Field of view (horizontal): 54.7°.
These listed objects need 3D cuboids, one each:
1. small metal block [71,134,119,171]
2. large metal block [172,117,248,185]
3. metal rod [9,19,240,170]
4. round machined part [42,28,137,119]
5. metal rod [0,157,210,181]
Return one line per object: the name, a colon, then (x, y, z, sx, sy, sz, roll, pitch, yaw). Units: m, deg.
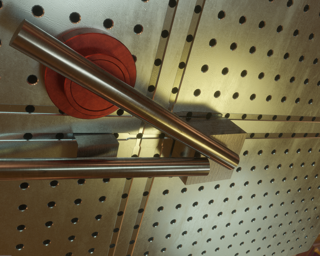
small metal block: (-0.083, 0.035, 0.389, 0.050, 0.025, 0.050, -1, 119, -29)
large metal block: (0.068, 0.032, 0.450, 0.081, 0.050, 0.079, -2, 120, -28)
metal rod: (-0.008, -0.016, 0.336, 0.301, 0.025, 0.025, 30, 102, -35)
round machined part: (-0.071, -0.052, 0.330, 0.099, 0.042, 0.097, -14, 125, -21)
metal rod: (-0.084, 0.047, 0.360, 0.302, 0.025, 0.025, 2, 118, -18)
